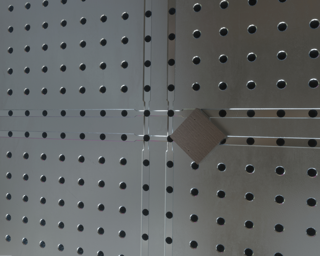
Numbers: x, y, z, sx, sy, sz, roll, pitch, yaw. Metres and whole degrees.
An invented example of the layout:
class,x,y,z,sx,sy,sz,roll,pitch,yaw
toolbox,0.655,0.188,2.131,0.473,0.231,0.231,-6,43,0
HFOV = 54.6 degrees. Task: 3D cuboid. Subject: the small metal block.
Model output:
class,x,y,z,sx,sy,sz,roll,pitch,yaw
small metal block,0.050,0.010,0.395,0.050,0.025,0.050,46,104,14
